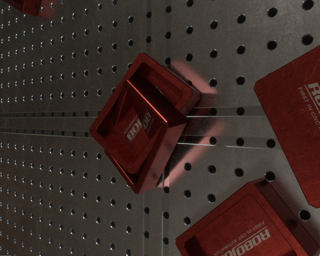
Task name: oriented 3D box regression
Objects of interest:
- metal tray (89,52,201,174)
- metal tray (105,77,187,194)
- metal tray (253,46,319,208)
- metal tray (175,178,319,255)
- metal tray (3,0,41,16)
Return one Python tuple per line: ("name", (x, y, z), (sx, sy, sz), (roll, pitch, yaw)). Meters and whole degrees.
("metal tray", (-0.022, -0.018, 0.396), (0.090, 0.030, 0.129), (41, 104, 21))
("metal tray", (-0.025, 0.012, 0.403), (0.090, 0.030, 0.129), (48, 133, 29))
("metal tray", (0.154, -0.004, 0.279), (0.090, 0.030, 0.130), (-31, 71, 35))
("metal tray", (0.086, 0.127, 0.333), (0.129, 0.030, 0.090), (-48, 62, 29))
("metal tray", (-0.287, -0.295, 0.638), (0.130, 0.030, 0.089), (35, 111, 34))
